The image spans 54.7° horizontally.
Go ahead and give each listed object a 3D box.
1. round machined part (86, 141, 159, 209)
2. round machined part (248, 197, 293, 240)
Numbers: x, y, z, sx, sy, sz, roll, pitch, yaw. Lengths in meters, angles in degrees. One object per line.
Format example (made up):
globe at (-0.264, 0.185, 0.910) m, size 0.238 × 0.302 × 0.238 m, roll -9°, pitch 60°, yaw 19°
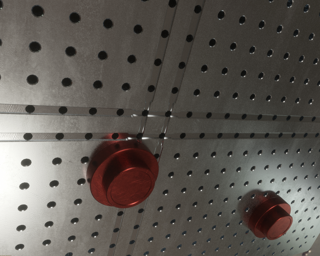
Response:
round machined part at (-0.046, 0.069, 0.420) m, size 0.099 × 0.042 × 0.097 m, roll -14°, pitch 125°, yaw -21°
round machined part at (0.241, 0.199, 0.659) m, size 0.099 × 0.042 × 0.097 m, roll -14°, pitch 125°, yaw -21°
